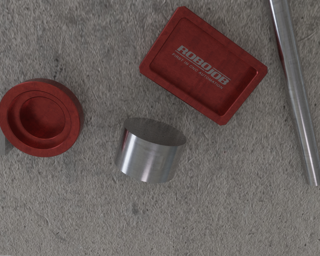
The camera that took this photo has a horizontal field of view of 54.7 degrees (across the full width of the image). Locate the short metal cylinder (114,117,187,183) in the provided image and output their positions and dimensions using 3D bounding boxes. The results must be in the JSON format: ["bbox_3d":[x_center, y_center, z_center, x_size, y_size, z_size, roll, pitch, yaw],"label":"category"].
[{"bbox_3d":[-0.013,0.026,0.390,0.080,0.080,0.050,15,109,-6],"label":"short metal cylinder"}]

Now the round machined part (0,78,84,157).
[{"bbox_3d":[-0.146,-0.016,0.394,0.099,0.042,0.097,0,110,0],"label":"round machined part"}]

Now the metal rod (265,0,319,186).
[{"bbox_3d":[0.169,-0.057,0.390,0.025,0.025,0.299,-19,109,7],"label":"metal rod"}]

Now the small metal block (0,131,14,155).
[{"bbox_3d":[-0.225,0.005,0.410,0.050,0.025,0.050,8,110,-3],"label":"small metal block"}]

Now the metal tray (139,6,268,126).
[{"bbox_3d":[0.052,-0.074,0.380,0.130,0.030,0.090,32,107,-12],"label":"metal tray"}]
